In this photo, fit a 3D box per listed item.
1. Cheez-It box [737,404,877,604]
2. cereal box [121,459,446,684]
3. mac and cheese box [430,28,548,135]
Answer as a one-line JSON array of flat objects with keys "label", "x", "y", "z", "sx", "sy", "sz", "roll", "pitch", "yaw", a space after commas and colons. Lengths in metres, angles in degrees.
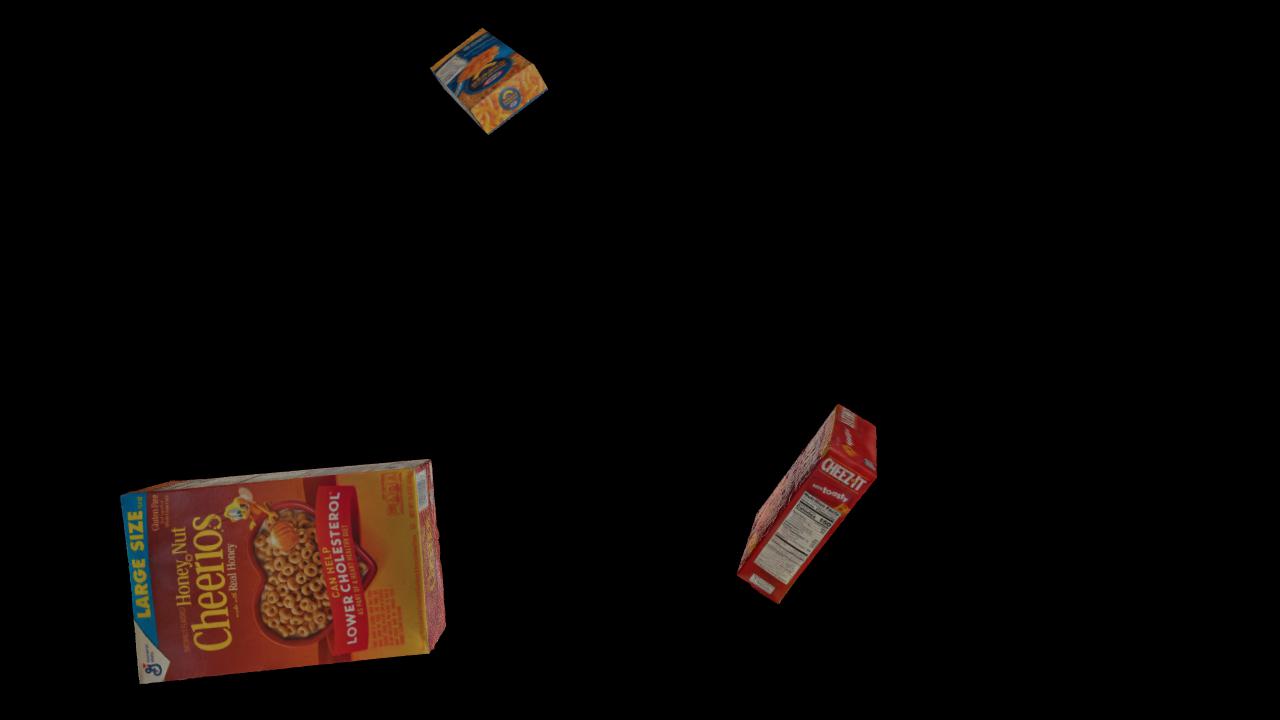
[{"label": "Cheez-It box", "x": 0.222, "y": 0.183, "z": 0.809, "sx": 0.071, "sy": 0.223, "sz": 0.166, "roll": 33, "pitch": 24, "yaw": 9}, {"label": "cereal box", "x": -0.381, "y": 0.225, "z": 0.674, "sx": 0.306, "sy": 0.203, "sz": 0.081, "roll": -4, "pitch": 0, "yaw": -3}, {"label": "mac and cheese box", "x": -0.192, "y": -0.350, "z": 0.764, "sx": 0.184, "sy": 0.093, "sz": 0.041, "roll": 49, "pitch": -4, "yaw": 42}]
